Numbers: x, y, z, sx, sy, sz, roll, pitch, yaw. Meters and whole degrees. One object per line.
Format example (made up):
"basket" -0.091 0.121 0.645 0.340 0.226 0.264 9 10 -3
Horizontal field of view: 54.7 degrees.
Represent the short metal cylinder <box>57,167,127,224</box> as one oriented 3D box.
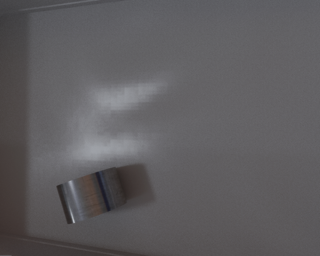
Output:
"short metal cylinder" -0.090 0.088 0.412 0.080 0.080 0.050 -21 83 18
